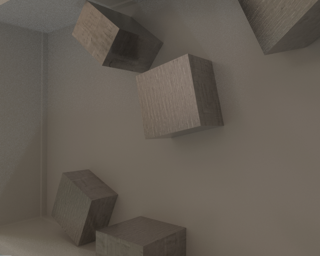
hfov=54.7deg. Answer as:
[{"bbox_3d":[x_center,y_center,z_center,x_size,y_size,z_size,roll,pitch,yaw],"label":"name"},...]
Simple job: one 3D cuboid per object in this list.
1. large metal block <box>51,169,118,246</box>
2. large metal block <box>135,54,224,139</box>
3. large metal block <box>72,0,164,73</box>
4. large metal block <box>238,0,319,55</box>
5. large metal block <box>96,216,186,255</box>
[{"bbox_3d":[-0.121,0.122,0.491,0.080,0.050,0.079,30,109,36],"label":"large metal block"},{"bbox_3d":[0.022,-0.033,0.372,0.080,0.050,0.080,-15,80,39],"label":"large metal block"},{"bbox_3d":[-0.057,-0.120,0.418,0.080,0.081,0.050,46,118,30],"label":"large metal block"},{"bbox_3d":[0.117,-0.123,0.270,0.080,0.050,0.080,124,129,-66],"label":"large metal block"},{"bbox_3d":[-0.023,0.152,0.390,0.080,0.081,0.050,0,90,40],"label":"large metal block"}]
